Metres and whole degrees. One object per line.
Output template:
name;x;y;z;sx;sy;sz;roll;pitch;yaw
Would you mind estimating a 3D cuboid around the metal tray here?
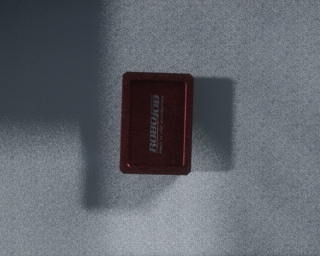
metal tray;-0.004;-0.006;0.406;0.091;0.030;0.129;2;90;-1
